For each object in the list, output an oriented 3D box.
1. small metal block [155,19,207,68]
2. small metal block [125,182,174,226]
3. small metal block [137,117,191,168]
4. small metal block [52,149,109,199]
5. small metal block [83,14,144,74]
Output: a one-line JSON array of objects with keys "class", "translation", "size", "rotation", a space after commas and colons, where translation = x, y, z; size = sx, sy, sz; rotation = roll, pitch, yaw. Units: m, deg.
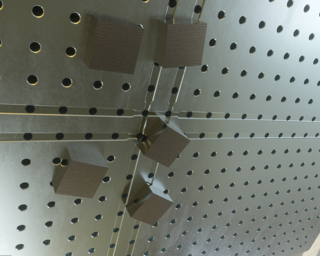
[{"class": "small metal block", "translation": [0.024, -0.100, 0.364], "size": [0.050, 0.025, 0.050], "rotation": [-10, 123, -24]}, {"class": "small metal block", "translation": [-0.016, 0.118, 0.477], "size": [0.050, 0.025, 0.050], "rotation": [-49, 129, 6]}, {"class": "small metal block", "translation": [0.006, 0.021, 0.429], "size": [0.050, 0.025, 0.050], "rotation": [32, 100, -39]}, {"class": "small metal block", "translation": [-0.101, 0.059, 0.394], "size": [0.050, 0.025, 0.050], "rotation": [18, 109, -36]}, {"class": "small metal block", "translation": [-0.050, -0.088, 0.331], "size": [0.050, 0.025, 0.050], "rotation": [2, 117, -30]}]
